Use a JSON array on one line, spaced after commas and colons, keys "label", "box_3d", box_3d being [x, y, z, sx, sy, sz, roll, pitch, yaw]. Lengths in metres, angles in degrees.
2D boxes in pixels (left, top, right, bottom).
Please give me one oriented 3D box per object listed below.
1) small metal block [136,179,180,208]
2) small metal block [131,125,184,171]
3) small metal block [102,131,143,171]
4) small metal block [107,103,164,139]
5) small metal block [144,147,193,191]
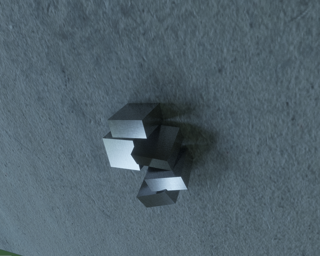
[{"label": "small metal block", "box_3d": [0.001, 0.081, 0.436, 0.050, 0.050, 0.025, -17, 123, 34]}, {"label": "small metal block", "box_3d": [-0.003, 0.024, 0.402, 0.050, 0.050, 0.025, 8, 147, 24]}, {"label": "small metal block", "box_3d": [-0.050, 0.032, 0.451, 0.050, 0.025, 0.050, 3, 120, 26]}, {"label": "small metal block", "box_3d": [-0.030, -0.010, 0.399, 0.050, 0.050, 0.025, 1, 119, 27]}, {"label": "small metal block", "box_3d": [0.013, 0.055, 0.410, 0.050, 0.050, 0.025, -8, 129, 24]}]
